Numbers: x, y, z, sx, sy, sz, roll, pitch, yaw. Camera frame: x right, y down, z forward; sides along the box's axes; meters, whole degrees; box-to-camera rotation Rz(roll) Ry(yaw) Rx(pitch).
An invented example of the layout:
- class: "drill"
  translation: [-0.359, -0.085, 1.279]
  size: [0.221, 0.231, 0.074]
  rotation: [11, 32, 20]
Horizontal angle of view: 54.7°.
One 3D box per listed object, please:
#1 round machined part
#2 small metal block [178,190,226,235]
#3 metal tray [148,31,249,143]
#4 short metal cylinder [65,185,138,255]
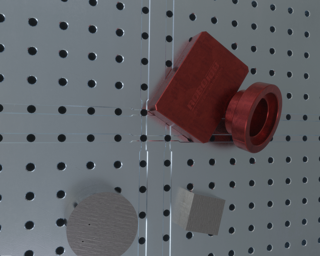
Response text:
- class: "round machined part"
  translation: [0.128, -0.017, 0.437]
  size: [0.099, 0.042, 0.097]
  rotation: [-21, 120, -40]
- class: "small metal block"
  translation: [0.059, 0.119, 0.435]
  size: [0.050, 0.025, 0.050]
  rotation: [16, 85, -20]
- class: "metal tray"
  translation: [0.056, -0.055, 0.431]
  size: [0.090, 0.030, 0.130]
  rotation: [35, 79, -17]
- class: "short metal cylinder"
  translation: [-0.072, 0.112, 0.373]
  size: [0.081, 0.050, 0.079]
  rotation: [0, 90, -20]
